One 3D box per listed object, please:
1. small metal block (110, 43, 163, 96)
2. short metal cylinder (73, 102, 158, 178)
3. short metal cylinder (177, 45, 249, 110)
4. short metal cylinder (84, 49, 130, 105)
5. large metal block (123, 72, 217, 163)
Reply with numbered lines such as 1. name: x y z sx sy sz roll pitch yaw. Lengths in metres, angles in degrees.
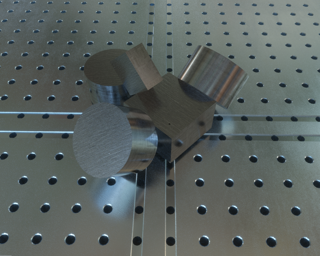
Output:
1. small metal block: -0.030 -0.071 0.382 0.025 0.050 0.050 -38 16 -25
2. short metal cylinder: -0.050 0.014 0.347 0.080 0.050 0.080 -2 85 29
3. short metal cylinder: 0.070 -0.067 0.415 0.080 0.080 0.050 36 97 26
4. short metal cylinder: -0.064 -0.069 0.444 0.081 0.050 0.080 0 50 0
5. large metal block: 0.012 -0.016 0.397 0.080 0.050 0.080 37 59 26
